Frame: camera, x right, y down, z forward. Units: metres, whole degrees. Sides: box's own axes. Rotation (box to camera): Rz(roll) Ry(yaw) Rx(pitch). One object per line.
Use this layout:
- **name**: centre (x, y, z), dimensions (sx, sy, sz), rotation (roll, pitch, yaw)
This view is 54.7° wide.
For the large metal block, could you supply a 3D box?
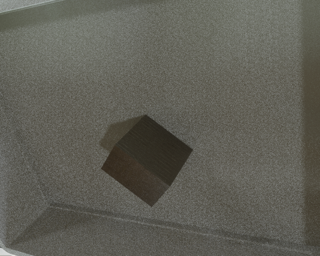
- **large metal block**: centre (-0.015, 0.040, 0.404), dimensions (0.080, 0.080, 0.050), rotation (37, 129, 3)
